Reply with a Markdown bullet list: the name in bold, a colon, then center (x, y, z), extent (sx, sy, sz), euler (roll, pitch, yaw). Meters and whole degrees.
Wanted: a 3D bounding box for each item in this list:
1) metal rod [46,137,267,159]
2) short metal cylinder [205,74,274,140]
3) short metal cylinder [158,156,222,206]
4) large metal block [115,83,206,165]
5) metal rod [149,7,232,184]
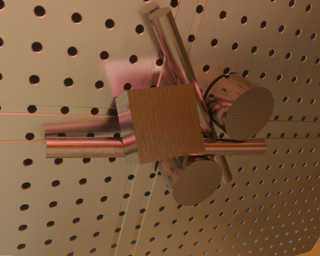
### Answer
- **metal rod**: center (0.011, 0.025, 0.407), extent (0.303, 0.025, 0.025), euler (1, 118, -22)
- **short metal cylinder**: center (0.110, -0.030, 0.433), extent (0.081, 0.050, 0.079), euler (-14, 124, -21)
- **short metal cylinder**: center (0.043, 0.067, 0.456), extent (0.081, 0.050, 0.079), euler (-14, 124, -21)
- **large metal block**: center (-0.001, -0.004, 0.364), extent (0.081, 0.050, 0.080), euler (-10, 88, -23)
- **metal rod**: center (0.054, -0.020, 0.425), extent (0.025, 0.025, 0.299), euler (-33, 129, -7)
